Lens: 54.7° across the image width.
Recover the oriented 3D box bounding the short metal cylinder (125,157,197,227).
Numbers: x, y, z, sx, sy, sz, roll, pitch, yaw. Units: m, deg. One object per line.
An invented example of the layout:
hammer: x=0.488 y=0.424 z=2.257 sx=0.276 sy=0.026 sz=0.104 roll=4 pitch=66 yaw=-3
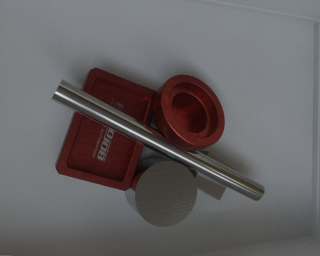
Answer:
short metal cylinder: x=0.000 y=0.079 z=0.396 sx=0.081 sy=0.050 sz=0.079 roll=0 pitch=90 yaw=-21

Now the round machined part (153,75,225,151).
round machined part: x=0.032 y=-0.016 z=0.400 sx=0.099 sy=0.042 sz=0.098 roll=15 pitch=61 yaw=-28

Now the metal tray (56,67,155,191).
metal tray: x=-0.064 y=0.003 z=0.382 sx=0.091 sy=0.030 sz=0.129 roll=20 pitch=83 yaw=-19

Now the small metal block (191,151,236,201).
small metal block: x=0.070 y=0.066 z=0.436 sx=0.050 sy=0.025 sz=0.050 roll=33 pitch=79 yaw=-17

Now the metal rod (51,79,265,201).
metal rod: x=0.014 y=0.025 z=0.384 sx=0.301 sy=0.025 sz=0.025 roll=28 pitch=81 yaw=-21
